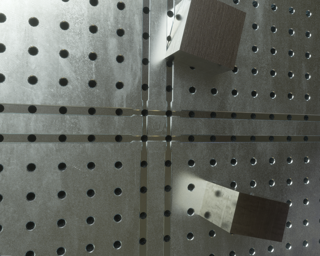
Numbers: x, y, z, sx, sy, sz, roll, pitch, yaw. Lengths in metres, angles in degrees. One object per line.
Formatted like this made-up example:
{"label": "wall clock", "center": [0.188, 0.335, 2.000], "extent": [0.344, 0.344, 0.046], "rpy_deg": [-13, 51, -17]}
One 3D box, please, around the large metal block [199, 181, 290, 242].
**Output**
{"label": "large metal block", "center": [0.113, 0.112, 0.425], "extent": [0.080, 0.080, 0.050], "rpy_deg": [16, 85, -19]}

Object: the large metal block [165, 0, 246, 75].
{"label": "large metal block", "center": [0.061, -0.125, 0.421], "extent": [0.081, 0.050, 0.080], "rpy_deg": [15, 85, -20]}
